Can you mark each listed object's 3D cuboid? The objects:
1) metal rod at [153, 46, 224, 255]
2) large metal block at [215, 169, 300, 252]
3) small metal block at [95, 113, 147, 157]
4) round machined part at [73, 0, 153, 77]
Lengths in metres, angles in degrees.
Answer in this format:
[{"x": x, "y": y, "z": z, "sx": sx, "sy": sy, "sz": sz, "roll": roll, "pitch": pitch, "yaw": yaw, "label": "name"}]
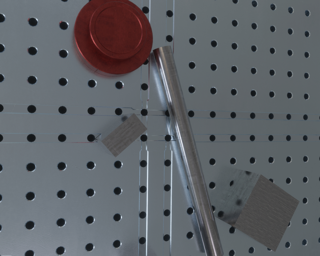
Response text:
[{"x": 0.040, "y": 0.037, "z": 0.427, "sx": 0.025, "sy": 0.025, "sz": 0.298, "roll": -17, "pitch": 96, "yaw": -19, "label": "metal rod"}, {"x": 0.141, "y": 0.118, "z": 0.452, "sx": 0.080, "sy": 0.050, "sz": 0.080, "roll": 34, "pitch": 79, "yaw": -17, "label": "large metal block"}, {"x": -0.049, "y": 0.008, "z": 0.381, "sx": 0.050, "sy": 0.050, "sz": 0.025, "roll": -42, "pitch": 104, "yaw": -15, "label": "small metal block"}, {"x": -0.055, "y": -0.115, "z": 0.383, "sx": 0.099, "sy": 0.042, "sz": 0.097, "roll": 0, "pitch": 90, "yaw": -20, "label": "round machined part"}]
